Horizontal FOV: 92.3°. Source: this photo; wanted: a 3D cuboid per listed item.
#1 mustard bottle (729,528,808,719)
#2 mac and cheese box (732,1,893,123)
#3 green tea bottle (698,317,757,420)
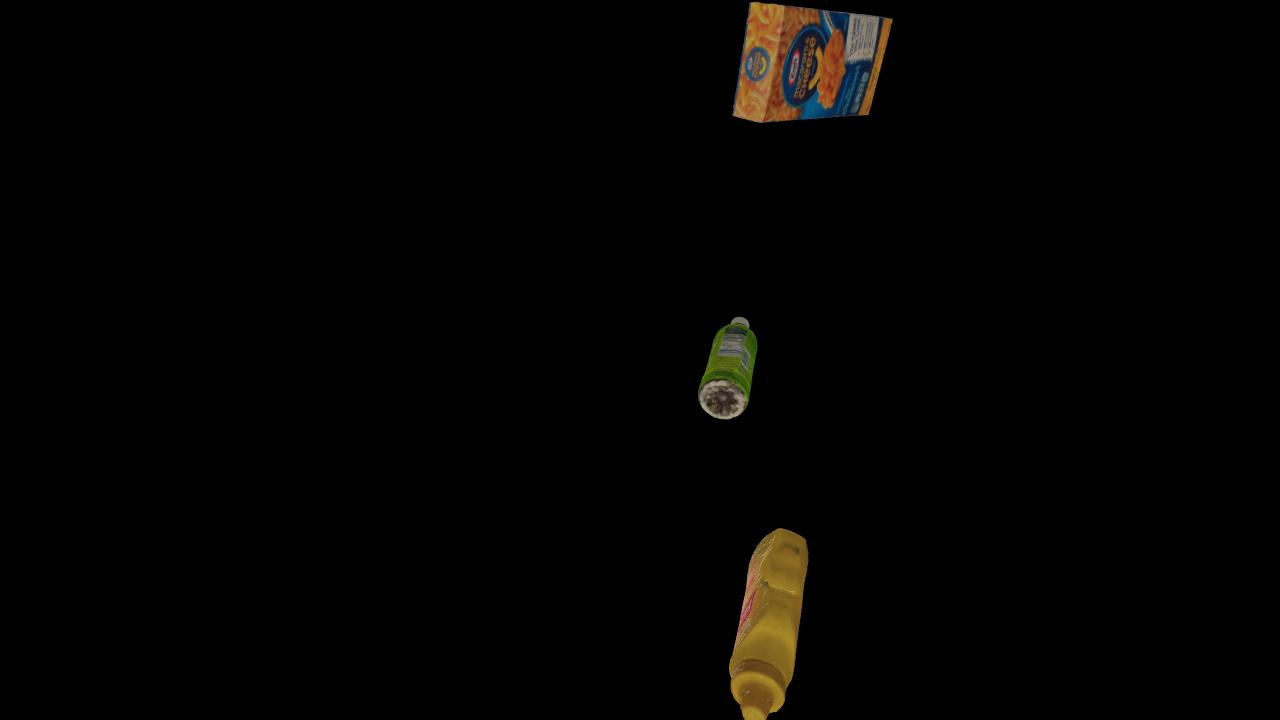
[{"bbox_3d":[0.112,0.235,0.538,0.054,0.092,0.184,26,26,8],"label":"mustard bottle"},{"bbox_3d":[0.165,-0.276,0.577,0.184,0.093,0.041,-22,42,-38],"label":"mac and cheese box"},{"bbox_3d":[0.136,-0.001,0.900,0.073,0.073,0.212,0,32,19],"label":"green tea bottle"}]
